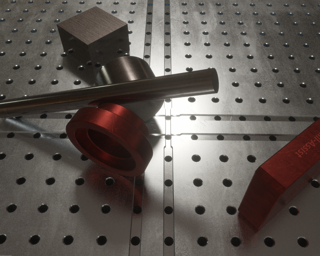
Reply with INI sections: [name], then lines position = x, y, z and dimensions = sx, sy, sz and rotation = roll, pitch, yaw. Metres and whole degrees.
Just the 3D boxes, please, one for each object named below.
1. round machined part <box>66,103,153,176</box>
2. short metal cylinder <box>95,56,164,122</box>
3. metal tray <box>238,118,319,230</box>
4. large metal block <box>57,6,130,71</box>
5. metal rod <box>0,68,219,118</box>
[round machined part]
position = -0.052, 0.010, 0.350
dimensions = 0.098, 0.098, 0.042
rotation = 19, 57, 15
[short metal cylinder]
position = -0.040, -0.048, 0.412
dimensions = 0.081, 0.080, 0.050
rotation = -16, 52, -14
[metal tray]
position = 0.146, 0.043, 0.331
dimensions = 0.131, 0.089, 0.030
rotation = -31, 57, -24
[large metal block]
position = -0.109, -0.152, 0.517
dimensions = 0.080, 0.050, 0.080
rotation = 36, 58, 26
[metal rod]
position = -0.082, -0.036, 0.365
dimensions = 0.301, 0.025, 0.025
rotation = -4, 46, 25
